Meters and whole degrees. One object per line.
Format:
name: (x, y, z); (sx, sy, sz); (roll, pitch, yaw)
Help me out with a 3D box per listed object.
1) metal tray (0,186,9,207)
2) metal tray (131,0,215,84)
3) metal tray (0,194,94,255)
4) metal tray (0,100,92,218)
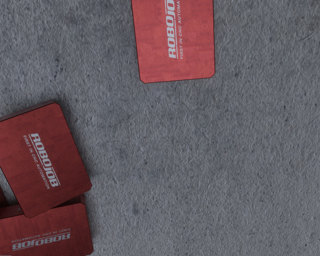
metal tray: (-0.266, 0.149, 0.459); (0.090, 0.030, 0.129); (-11, 110, 4)
metal tray: (0.016, -0.122, 0.362); (0.091, 0.030, 0.129); (-5, 110, 1)
metal tray: (-0.167, 0.150, 0.442); (0.131, 0.030, 0.089); (-9, 109, -13)
metal tray: (-0.153, 0.039, 0.399); (0.091, 0.030, 0.129); (-24, 111, -21)
